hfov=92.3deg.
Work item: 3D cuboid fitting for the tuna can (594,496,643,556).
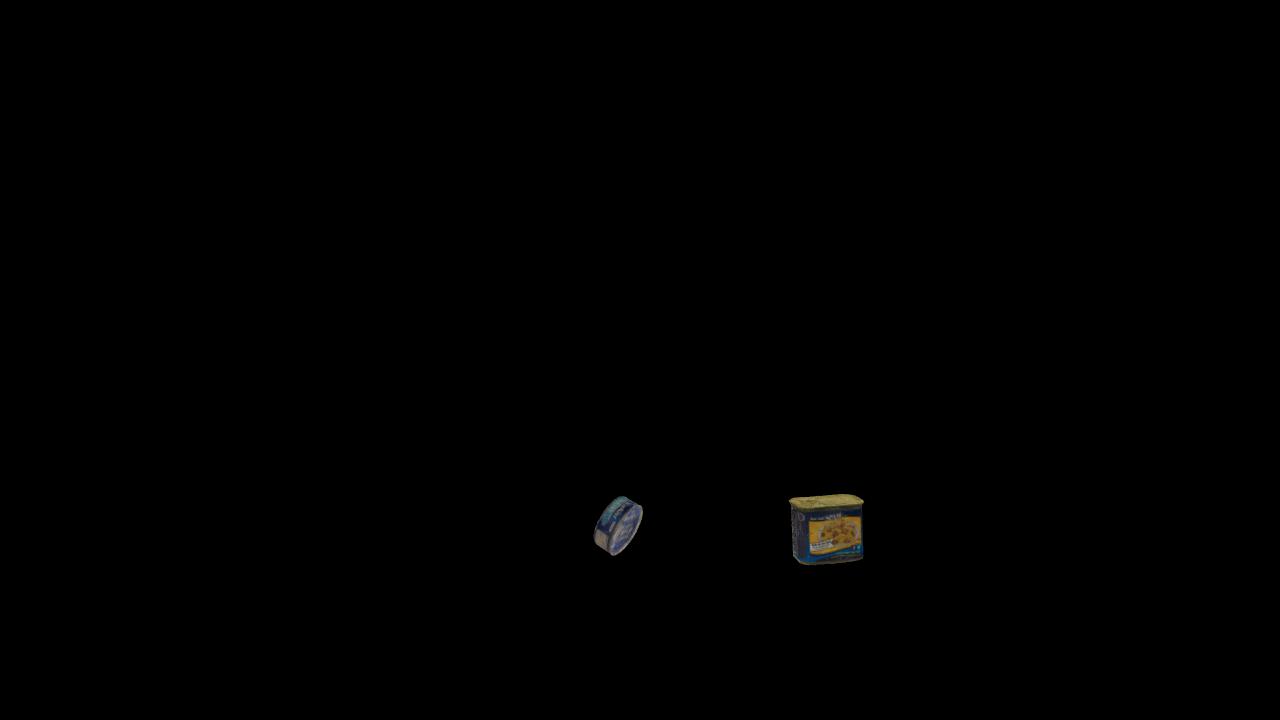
[{"bbox_3d":[-0.032,0.248,0.927,0.034,0.084,0.084,26,12,26],"label":"tuna can"}]

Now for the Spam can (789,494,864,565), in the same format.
[{"bbox_3d":[0.271,0.245,0.892,0.101,0.085,0.058,-3,2,-6],"label":"Spam can"}]
